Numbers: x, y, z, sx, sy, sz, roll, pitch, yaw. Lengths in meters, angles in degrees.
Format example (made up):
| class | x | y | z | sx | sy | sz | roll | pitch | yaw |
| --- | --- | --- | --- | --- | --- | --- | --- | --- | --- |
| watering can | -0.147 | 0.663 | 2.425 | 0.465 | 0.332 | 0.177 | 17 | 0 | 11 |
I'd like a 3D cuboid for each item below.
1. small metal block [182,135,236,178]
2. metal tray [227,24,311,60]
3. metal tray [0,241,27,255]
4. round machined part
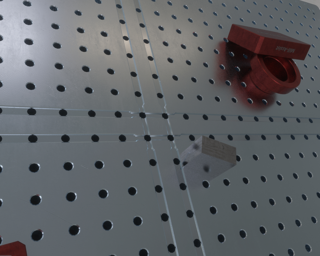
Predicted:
| class | x | y | z | sx | sy | sz | roll | pitch | yaw |
| --- | --- | --- | --- | --- | --- | --- | --- | --- | --- |
| small metal block | 0.063 | 0.039 | 0.403 | 0.050 | 0.050 | 0.025 | 20 | 54 | -17 |
| metal tray | 0.206 | -0.163 | 0.588 | 0.131 | 0.030 | 0.090 | -1 | 31 | -29 |
| metal tray | -0.140 | 0.163 | 0.230 | 0.091 | 0.030 | 0.130 | -7 | 65 | -31 |
| round machined part | 0.206 | -0.102 | 0.571 | 0.099 | 0.042 | 0.098 | 14 | 56 | -21 |
